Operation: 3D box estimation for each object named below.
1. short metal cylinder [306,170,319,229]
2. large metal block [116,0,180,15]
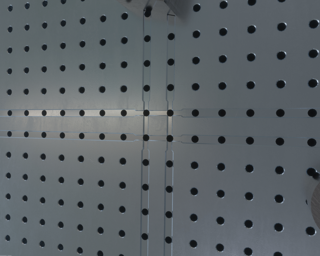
[{"bbox_3d":[0.201,0.079,0.328,0.080,0.050,0.080,0,90,20],"label":"short metal cylinder"},{"bbox_3d":[-0.013,-0.201,0.404,0.080,0.050,0.080,17,96,19],"label":"large metal block"}]
